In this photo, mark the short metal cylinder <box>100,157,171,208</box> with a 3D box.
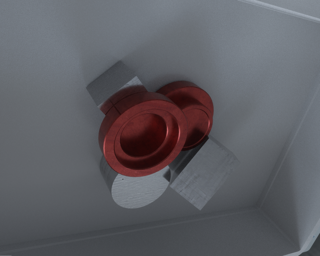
[{"bbox_3d":[-0.033,0.059,0.410,0.081,0.050,0.079,-14,125,-21],"label":"short metal cylinder"}]

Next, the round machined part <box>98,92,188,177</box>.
[{"bbox_3d":[-0.022,0.004,0.350,0.099,0.042,0.097,-14,125,-21],"label":"round machined part"}]

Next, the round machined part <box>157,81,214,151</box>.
[{"bbox_3d":[0.030,-0.009,0.406,0.099,0.042,0.097,-14,125,-21],"label":"round machined part"}]

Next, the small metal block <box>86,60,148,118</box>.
[{"bbox_3d":[-0.048,-0.042,0.339,0.050,0.050,0.025,-39,130,-2],"label":"small metal block"}]

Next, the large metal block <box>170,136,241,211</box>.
[{"bbox_3d":[0.061,0.056,0.432,0.050,0.080,0.080,39,97,2],"label":"large metal block"}]
